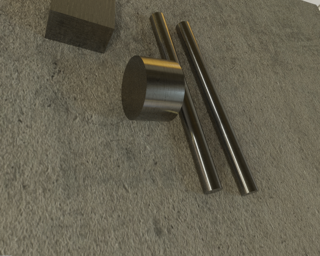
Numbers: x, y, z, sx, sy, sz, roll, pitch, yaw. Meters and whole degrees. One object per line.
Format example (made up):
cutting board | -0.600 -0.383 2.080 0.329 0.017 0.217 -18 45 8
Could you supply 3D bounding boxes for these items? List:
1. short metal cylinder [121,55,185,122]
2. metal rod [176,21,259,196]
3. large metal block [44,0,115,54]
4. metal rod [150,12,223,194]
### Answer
short metal cylinder | -0.011 -0.049 0.394 0.050 0.080 0.080 2 61 -28
metal rod | 0.080 -0.044 0.475 0.025 0.025 0.299 -3 63 -30
large metal block | -0.108 -0.159 0.427 0.081 0.050 0.080 10 57 -23
metal rod | 0.031 -0.051 0.453 0.025 0.025 0.299 -1 62 -29
